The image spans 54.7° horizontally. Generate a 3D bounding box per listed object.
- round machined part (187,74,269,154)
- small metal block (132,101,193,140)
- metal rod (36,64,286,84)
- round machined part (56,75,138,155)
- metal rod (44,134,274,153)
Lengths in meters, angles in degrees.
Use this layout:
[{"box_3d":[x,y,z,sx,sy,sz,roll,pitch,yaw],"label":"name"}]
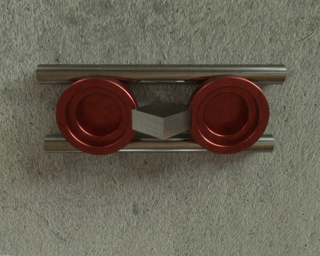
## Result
[{"box_3d":[0.082,-0.020,0.390,0.099,0.042,0.097,0,110,0],"label":"round machined part"},{"box_3d":[0.003,-0.011,0.366,0.050,0.050,0.025,17,116,40],"label":"small metal block"},{"box_3d":[0.002,-0.067,0.386,0.302,0.025,0.025,0,110,-1],"label":"metal rod"},{"box_3d":[-0.075,-0.019,0.390,0.099,0.042,0.097,0,110,0],"label":"round machined part"},{"box_3d":[-0.001,0.021,0.418,0.302,0.025,0.025,0,110,-1],"label":"metal rod"}]
